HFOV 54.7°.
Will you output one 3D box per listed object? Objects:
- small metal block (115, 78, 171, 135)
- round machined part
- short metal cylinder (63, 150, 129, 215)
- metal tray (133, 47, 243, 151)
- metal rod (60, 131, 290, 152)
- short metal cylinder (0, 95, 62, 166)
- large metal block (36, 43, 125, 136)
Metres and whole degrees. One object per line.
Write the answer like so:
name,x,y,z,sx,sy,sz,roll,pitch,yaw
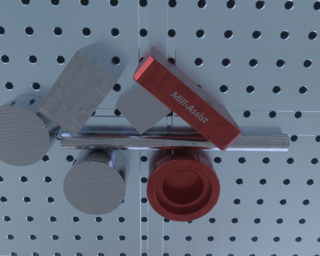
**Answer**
small metal block,-0.021,-0.028,0.403,0.050,0.025,0.050,-37,106,12
round machined part,0.031,0.078,0.433,0.099,0.042,0.097,0,110,0
short metal cylinder,-0.085,0.071,0.425,0.081,0.050,0.079,0,110,0
metal tray,0.031,-0.037,0.365,0.130,0.090,0.030,38,106,-13
metal rod,0.020,0.018,0.420,0.302,0.025,0.025,1,110,-1
short metal cylinder,-0.174,0.002,0.399,0.081,0.050,0.079,0,110,0
large metal block,-0.089,-0.048,0.366,0.050,0.080,0.080,37,106,-13
